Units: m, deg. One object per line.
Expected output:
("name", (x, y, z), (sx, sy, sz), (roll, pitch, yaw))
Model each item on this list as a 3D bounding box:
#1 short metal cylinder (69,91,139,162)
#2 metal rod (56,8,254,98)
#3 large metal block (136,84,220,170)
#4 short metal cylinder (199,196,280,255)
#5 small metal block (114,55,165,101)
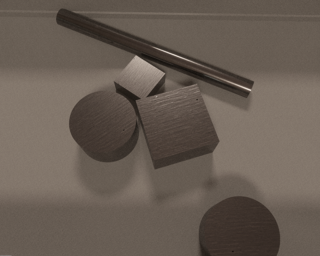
("short metal cylinder", (-0.069, -0.001, 0.396), (0.081, 0.050, 0.080), (0, 70, 0))
("metal rod", (-0.012, -0.111, 0.449), (0.301, 0.025, 0.025), (23, 72, 7))
("large metal block", (0.020, -0.001, 0.397), (0.081, 0.050, 0.080), (-16, 71, -6))
("short metal cylinder", (0.088, 0.121, 0.353), (0.081, 0.050, 0.080), (0, 70, 0))
("small metal block", (-0.028, -0.065, 0.433), (0.050, 0.025, 0.050), (34, 73, 11))
